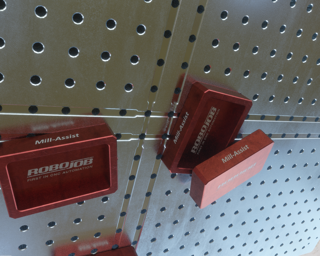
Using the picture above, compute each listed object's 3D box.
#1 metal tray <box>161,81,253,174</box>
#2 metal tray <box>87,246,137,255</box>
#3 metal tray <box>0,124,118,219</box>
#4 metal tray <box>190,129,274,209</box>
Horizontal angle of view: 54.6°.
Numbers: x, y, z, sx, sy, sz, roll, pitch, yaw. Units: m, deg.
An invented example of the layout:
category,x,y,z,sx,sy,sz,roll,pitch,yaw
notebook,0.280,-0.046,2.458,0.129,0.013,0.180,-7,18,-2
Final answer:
category,x,y,z,sx,sy,sz,roll,pitch,yaw
metal tray,0.066,0.006,0.446,0.091,0.030,0.129,9,114,-32
metal tray,-0.104,0.246,0.502,0.131,0.030,0.089,-2,120,-27
metal tray,-0.118,0.051,0.373,0.131,0.030,0.089,-11,123,-23
metal tray,0.109,0.064,0.481,0.131,0.030,0.090,-27,146,-19
